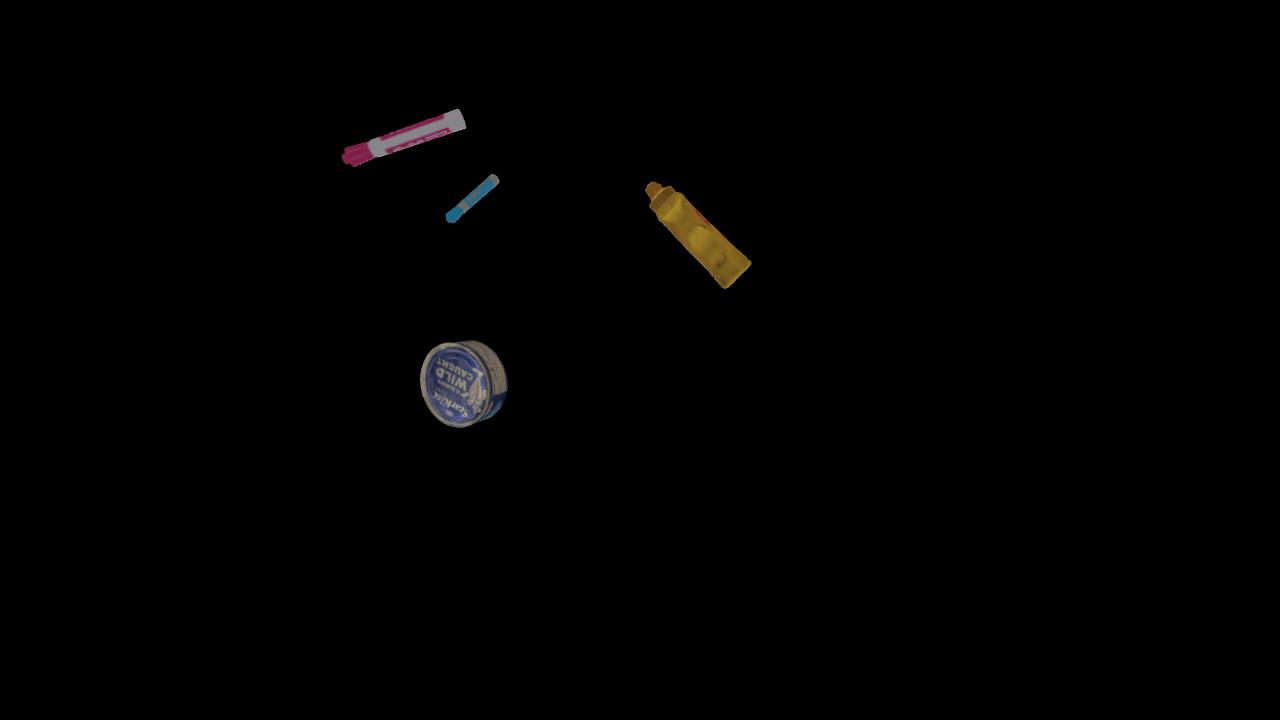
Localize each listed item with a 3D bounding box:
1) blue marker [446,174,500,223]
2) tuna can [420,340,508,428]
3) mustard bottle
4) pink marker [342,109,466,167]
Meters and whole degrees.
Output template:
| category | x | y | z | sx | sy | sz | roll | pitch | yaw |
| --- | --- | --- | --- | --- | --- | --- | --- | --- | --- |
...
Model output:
| category | x | y | z | sx | sy | sz | roll | pitch | yaw |
| --- | --- | --- | --- | --- | --- | --- | --- | --- | --- |
| blue marker | -0.268 | -0.257 | 0.981 | 0.020 | 0.020 | 0.121 | 0 | 44 | 42 |
| tuna can | -0.174 | 0.023 | 0.608 | 0.084 | 0.084 | 0.034 | 0 | 7 | 23 |
| mustard bottle | 0.076 | -0.182 | 0.869 | 0.054 | 0.184 | 0.092 | -45 | -1 | 21 |
| pink marker | -0.228 | -0.213 | 0.592 | 0.121 | 0.020 | 0.020 | -20 | 1 | -2 |
